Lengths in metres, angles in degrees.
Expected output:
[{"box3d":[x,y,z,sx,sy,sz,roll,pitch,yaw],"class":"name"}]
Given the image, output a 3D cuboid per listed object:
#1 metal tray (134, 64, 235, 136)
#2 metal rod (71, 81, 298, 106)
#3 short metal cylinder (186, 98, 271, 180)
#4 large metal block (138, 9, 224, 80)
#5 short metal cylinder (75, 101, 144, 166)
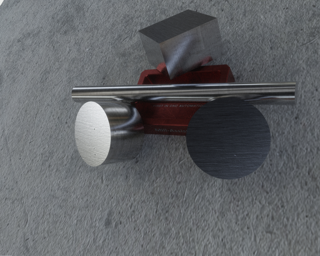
[{"box3d":[0.026,-0.036,0.411,0.130,0.030,0.090,2,63,29],"class":"metal tray"},{"box3d":[0.008,-0.043,0.389,0.300,0.025,0.025,3,63,29],"class":"metal rod"},{"box3d":[0.069,0.012,0.325,0.080,0.050,0.080,-1,84,9],"class":"short metal cylinder"},{"box3d":[0.027,-0.116,0.418,0.080,0.050,0.080,-26,34,-9],"class":"large metal block"},{"box3d":[-0.066,0.006,0.396,0.080,0.050,0.079,4,96,45],"class":"short metal cylinder"}]
